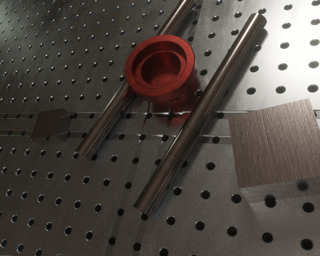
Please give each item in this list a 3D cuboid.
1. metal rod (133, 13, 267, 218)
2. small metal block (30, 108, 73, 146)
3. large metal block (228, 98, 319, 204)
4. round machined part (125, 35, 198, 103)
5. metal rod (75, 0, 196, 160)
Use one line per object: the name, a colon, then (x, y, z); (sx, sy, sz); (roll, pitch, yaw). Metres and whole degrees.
metal rod: (0.058, -0.026, 0.393); (0.025, 0.025, 0.300); (23, 73, 36)
small metal block: (-0.174, -0.001, 0.498); (0.050, 0.025, 0.050); (-7, 59, 24)
large metal block: (0.120, 0.025, 0.314); (0.080, 0.050, 0.080); (-14, 56, 20)
round machined part: (0.004, -0.078, 0.434); (0.098, 0.042, 0.098); (-6, 66, 14)
metal rod: (-0.031, -0.084, 0.474); (0.025, 0.025, 0.300); (23, 73, 36)
